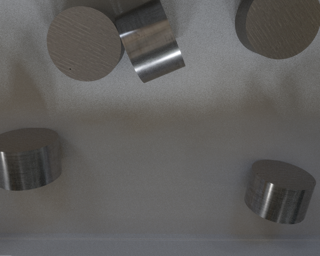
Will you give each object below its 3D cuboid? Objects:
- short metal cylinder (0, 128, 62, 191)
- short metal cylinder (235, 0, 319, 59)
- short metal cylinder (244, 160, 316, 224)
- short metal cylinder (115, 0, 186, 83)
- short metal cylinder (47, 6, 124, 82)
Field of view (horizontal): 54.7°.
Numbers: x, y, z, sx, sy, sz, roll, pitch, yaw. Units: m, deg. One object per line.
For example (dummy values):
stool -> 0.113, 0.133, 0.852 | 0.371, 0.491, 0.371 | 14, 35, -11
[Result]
short metal cylinder -> -0.169, 0.037, 0.393 | 0.081, 0.080, 0.050 | 1, 110, -1
short metal cylinder -> 0.132, -0.122, 0.355 | 0.081, 0.050, 0.079 | 0, 110, -1
short metal cylinder -> 0.159, 0.083, 0.415 | 0.081, 0.080, 0.050 | 6, 110, -3
short metal cylinder -> -0.010, -0.097, 0.346 | 0.050, 0.080, 0.080 | -22, 109, 7
short metal cylinder -> -0.083, -0.099, 0.360 | 0.081, 0.050, 0.079 | 0, 110, -1
